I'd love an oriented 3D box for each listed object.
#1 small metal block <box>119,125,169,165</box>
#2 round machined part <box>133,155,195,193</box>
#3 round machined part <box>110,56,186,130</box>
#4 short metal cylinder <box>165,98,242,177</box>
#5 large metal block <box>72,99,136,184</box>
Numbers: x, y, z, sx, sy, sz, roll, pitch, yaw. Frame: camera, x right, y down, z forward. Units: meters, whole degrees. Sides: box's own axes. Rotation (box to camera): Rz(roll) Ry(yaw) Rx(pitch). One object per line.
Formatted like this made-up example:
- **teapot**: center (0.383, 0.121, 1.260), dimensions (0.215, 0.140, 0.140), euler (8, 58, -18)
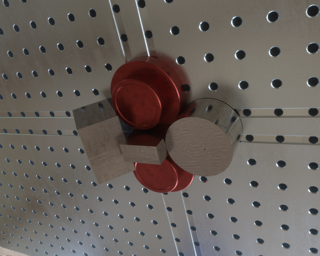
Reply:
- **small metal block**: center (-0.014, 0.019, 0.386), dimensions (0.050, 0.050, 0.025), euler (2, 119, 27)
- **round machined part**: center (0.001, 0.051, 0.432), dimensions (0.098, 0.042, 0.097), euler (13, 124, 21)
- **round machined part**: center (-0.021, -0.037, 0.389), dimensions (0.098, 0.042, 0.097), euler (13, 124, 21)
- **short metal cylinder**: center (0.053, 0.011, 0.372), dimensions (0.080, 0.050, 0.079), euler (13, 124, 21)
- **large metal block**: center (-0.077, 0.015, 0.418), dimensions (0.050, 0.080, 0.080), euler (-20, 115, -12)
